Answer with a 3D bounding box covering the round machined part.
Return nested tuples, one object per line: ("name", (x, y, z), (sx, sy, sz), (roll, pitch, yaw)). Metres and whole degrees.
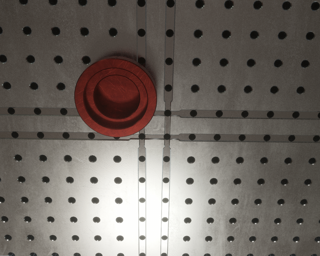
("round machined part", (-0.053, -0.041, 0.388), (0.099, 0.042, 0.097), (0, 110, -1))
